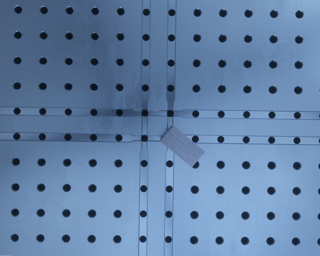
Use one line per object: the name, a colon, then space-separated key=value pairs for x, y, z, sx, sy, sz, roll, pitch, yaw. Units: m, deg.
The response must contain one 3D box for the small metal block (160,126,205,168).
small metal block: x=0.028 y=0.022 z=0.401 sx=0.050 sy=0.050 sz=0.025 roll=40 pitch=90 yaw=0
